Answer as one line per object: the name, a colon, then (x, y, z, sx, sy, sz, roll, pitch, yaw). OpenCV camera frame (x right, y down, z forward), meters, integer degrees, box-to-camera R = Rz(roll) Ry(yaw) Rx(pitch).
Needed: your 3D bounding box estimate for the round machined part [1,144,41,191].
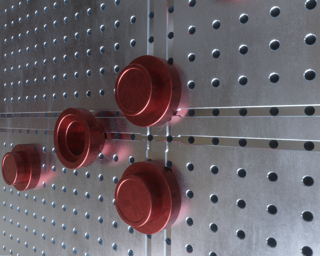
round machined part: (-0.292, 0.083, 0.642, 0.098, 0.042, 0.097, 0, 90, 40)

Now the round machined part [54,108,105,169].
round machined part: (-0.128, 0.016, 0.506, 0.098, 0.042, 0.097, 0, 90, 40)

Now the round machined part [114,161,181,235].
round machined part: (-0.024, 0.095, 0.419, 0.098, 0.042, 0.097, 0, 90, 40)

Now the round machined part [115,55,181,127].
round machined part: (-0.023, -0.050, 0.419, 0.098, 0.042, 0.097, 0, 90, 40)
